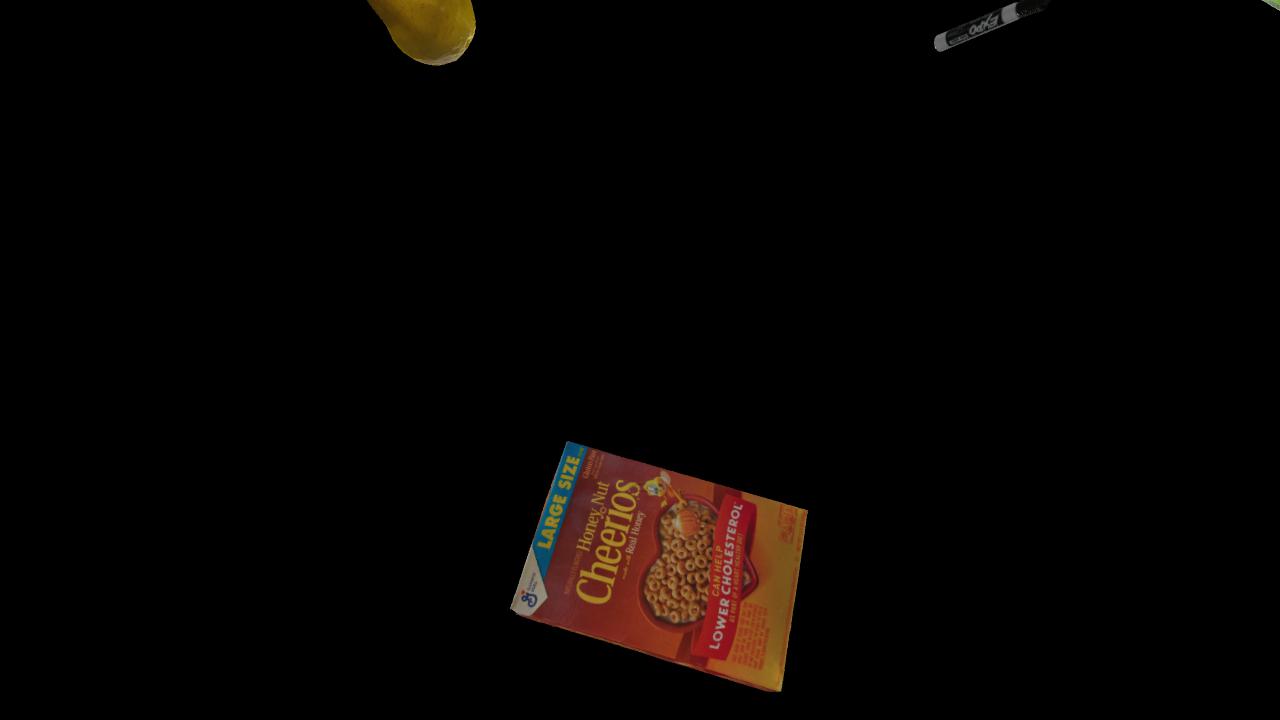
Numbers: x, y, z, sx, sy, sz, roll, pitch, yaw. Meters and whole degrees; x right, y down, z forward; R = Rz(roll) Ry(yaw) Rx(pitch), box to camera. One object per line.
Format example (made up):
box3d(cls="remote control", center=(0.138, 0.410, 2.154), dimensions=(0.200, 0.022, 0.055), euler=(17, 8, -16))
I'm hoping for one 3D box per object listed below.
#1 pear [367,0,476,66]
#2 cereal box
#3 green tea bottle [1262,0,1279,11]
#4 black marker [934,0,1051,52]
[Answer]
box3d(cls="pear", center=(-0.192, -0.298, 0.511), dimensions=(0.080, 0.080, 0.111), euler=(0, 1, 32))
box3d(cls="cereal box", center=(0.027, 0.236, 0.722), dimensions=(0.306, 0.203, 0.081), euler=(16, -27, 3))
box3d(cls="green tea bottle", center=(0.256, -0.216, 0.269), dimensions=(0.212, 0.073, 0.073), euler=(43, 14, 16))
box3d(cls="black marker", center=(0.371, -0.358, 0.652), dimensions=(0.020, 0.020, 0.121), euler=(0, 5, -27))
